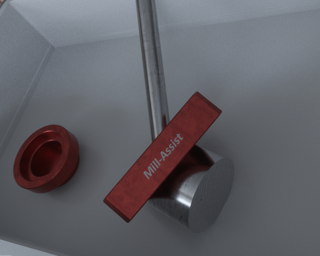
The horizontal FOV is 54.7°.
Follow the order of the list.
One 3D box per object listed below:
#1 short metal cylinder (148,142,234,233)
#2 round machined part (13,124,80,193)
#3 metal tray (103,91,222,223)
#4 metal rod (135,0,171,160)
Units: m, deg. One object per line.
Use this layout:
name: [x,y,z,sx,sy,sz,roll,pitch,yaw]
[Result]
short metal cylinder: [0.033,0.058,0.317,0.050,0.080,0.080,22,74,36]
round machined part: [-0.157,0.047,0.446,0.098,0.042,0.098,-13,56,20]
metal tray: [0.004,0.029,0.316,0.030,0.090,0.130,40,87,5]
metal rod: [-0.011,-0.096,0.388,0.025,0.025,0.298,-9,83,23]
